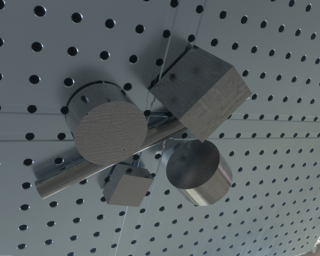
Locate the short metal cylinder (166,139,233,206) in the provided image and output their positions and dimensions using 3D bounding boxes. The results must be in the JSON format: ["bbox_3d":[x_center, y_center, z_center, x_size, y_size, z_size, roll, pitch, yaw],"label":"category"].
[{"bbox_3d":[0.056,0.063,0.441,0.080,0.080,0.050,-40,130,-1],"label":"short metal cylinder"}]

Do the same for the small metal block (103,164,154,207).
[{"bbox_3d":[-0.044,0.081,0.433,0.050,0.025,0.050,16,110,-35],"label":"small metal block"}]

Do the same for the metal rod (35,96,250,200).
[{"bbox_3d":[-0.013,0.012,0.407,0.302,0.025,0.025,-26,128,-13],"label":"metal rod"}]

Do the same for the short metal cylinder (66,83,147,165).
[{"bbox_3d":[-0.061,-0.005,0.354,0.081,0.050,0.079,-14,124,-21],"label":"short metal cylinder"}]

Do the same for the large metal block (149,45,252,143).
[{"bbox_3d":[0.046,-0.043,0.370,0.080,0.080,0.050,-45,129,3],"label":"large metal block"}]
